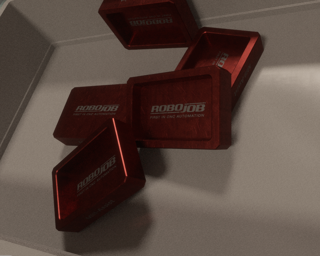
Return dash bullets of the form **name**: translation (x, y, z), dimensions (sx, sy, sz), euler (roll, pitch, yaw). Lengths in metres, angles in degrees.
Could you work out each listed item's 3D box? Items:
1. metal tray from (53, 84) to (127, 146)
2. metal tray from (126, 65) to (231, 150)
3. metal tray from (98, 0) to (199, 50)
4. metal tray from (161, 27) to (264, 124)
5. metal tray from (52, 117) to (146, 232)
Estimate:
- **metal tray**: translation (-0.087, -0.019, 0.458), dimensions (0.130, 0.030, 0.090), euler (0, 62, 28)
- **metal tray**: translation (0.018, -0.020, 0.370), dimensions (0.130, 0.030, 0.089), euler (-1, 87, 35)
- **metal tray**: translation (-0.016, -0.162, 0.470), dimensions (0.130, 0.090, 0.030), euler (6, 65, 30)
- **metal tray**: translation (0.068, -0.072, 0.410), dimensions (0.090, 0.030, 0.130), euler (19, 71, 35)
- **metal tray**: translation (-0.081, 0.059, 0.380), dimensions (0.130, 0.030, 0.090), euler (-38, 50, 25)
